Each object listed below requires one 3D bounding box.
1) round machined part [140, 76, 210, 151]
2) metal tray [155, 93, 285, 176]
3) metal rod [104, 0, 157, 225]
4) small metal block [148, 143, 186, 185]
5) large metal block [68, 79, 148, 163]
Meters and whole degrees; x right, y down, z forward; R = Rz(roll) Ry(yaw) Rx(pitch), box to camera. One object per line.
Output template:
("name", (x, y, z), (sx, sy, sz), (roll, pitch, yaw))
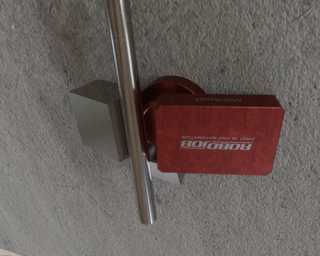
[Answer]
("round machined part", (0.013, -0.011, 0.383), (0.098, 0.042, 0.097), (13, 124, 21))
("metal tray", (0.062, 0.008, 0.349), (0.131, 0.030, 0.089), (1, 122, 4))
("metal rod", (-0.030, -0.006, 0.366), (0.025, 0.025, 0.298), (7, 120, 24))
("small metal block", (0.007, 0.050, 0.423), (0.050, 0.025, 0.050), (15, 150, 20))
("large metal block", (-0.067, -0.012, 0.405), (0.080, 0.050, 0.079), (19, 128, 39))
